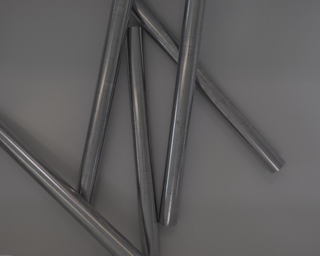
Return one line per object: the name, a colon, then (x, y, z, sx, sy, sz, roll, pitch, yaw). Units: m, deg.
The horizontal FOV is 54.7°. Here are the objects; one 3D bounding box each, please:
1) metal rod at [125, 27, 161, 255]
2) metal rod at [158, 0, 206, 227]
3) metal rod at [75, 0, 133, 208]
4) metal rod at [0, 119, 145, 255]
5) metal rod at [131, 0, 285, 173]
metal rod: (-0.023, 0.018, 0.411, 0.025, 0.025, 0.298, -5, 90, 0)
metal rod: (0.027, -0.021, 0.393, 0.025, 0.025, 0.298, 7, 97, 0)
metal rod: (-0.074, -0.030, 0.397, 0.025, 0.025, 0.298, 12, 95, 0)
metal rod: (-0.131, 0.072, 0.388, 0.300, 0.025, 0.025, 41, 90, 8)
metal rod: (0.057, -0.060, 0.411, 0.025, 0.025, 0.300, -41, 90, 0)
